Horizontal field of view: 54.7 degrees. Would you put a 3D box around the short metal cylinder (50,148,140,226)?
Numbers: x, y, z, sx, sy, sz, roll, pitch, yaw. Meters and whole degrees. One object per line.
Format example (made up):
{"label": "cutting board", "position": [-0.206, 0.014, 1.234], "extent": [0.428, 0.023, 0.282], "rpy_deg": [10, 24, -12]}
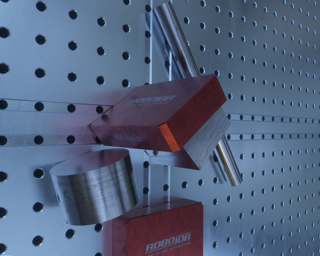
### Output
{"label": "short metal cylinder", "position": [-0.066, 0.057, 0.319], "extent": [0.081, 0.080, 0.050], "rpy_deg": [-20, 103, -38]}

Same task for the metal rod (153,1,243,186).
{"label": "metal rod", "position": [0.064, -0.037, 0.462], "extent": [0.025, 0.025, 0.299], "rpy_deg": [-40, 114, -33]}

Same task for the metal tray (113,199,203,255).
{"label": "metal tray", "position": [0.002, 0.149, 0.408], "extent": [0.131, 0.030, 0.089], "rpy_deg": [0, 90, -40]}

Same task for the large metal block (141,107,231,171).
{"label": "large metal block", "position": [0.030, 0.004, 0.398], "extent": [0.080, 0.080, 0.050], "rpy_deg": [-52, 121, -27]}

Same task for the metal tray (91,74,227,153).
{"label": "metal tray", "position": [-0.006, -0.017, 0.336], "extent": [0.090, 0.130, 0.030], "rpy_deg": [-43, 117, -31]}
